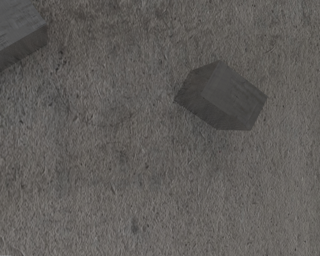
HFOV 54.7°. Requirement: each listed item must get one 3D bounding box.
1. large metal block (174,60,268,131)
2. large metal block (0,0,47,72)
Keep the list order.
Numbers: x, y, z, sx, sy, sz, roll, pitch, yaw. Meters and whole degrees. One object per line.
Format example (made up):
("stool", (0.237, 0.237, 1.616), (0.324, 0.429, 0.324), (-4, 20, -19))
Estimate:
("large metal block", (0.077, -0.039, 0.408), (0.080, 0.080, 0.050), (33, 80, -17))
("large metal block", (-0.167, -0.096, 0.318), (0.080, 0.080, 0.050), (-38, 102, -16))
